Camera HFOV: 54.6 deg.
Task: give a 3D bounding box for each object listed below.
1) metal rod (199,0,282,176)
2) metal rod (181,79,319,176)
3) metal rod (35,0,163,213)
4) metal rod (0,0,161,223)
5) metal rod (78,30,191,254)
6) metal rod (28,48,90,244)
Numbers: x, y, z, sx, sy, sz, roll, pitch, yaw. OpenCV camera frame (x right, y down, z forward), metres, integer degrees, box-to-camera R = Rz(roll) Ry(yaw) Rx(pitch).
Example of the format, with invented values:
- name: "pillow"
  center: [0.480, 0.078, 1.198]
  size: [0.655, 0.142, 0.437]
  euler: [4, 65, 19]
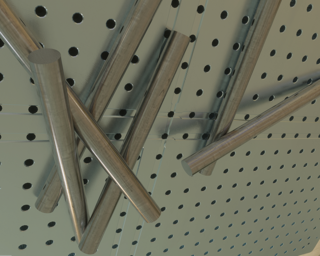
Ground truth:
- name: "metal rod"
  center: [0.109, -0.063, 0.430]
  size: [0.025, 0.025, 0.298]
  euler: [2, 117, -30]
- name: "metal rod"
  center: [0.162, -0.013, 0.467]
  size: [0.302, 0.025, 0.025]
  euler: [-28, 128, -20]
- name: "metal rod"
  center: [-0.073, -0.026, 0.354]
  size: [0.025, 0.025, 0.299]
  euler: [19, 108, -36]
- name: "metal rod"
  center: [-0.079, -0.002, 0.329]
  size: [0.025, 0.025, 0.299]
  euler: [-35, 118, -6]
- name: "metal rod"
  center: [-0.036, 0.026, 0.385]
  size: [0.025, 0.025, 0.299]
  euler: [17, 103, -35]
- name: "metal rod"
  center: [-0.101, 0.051, 0.349]
  size: [0.025, 0.025, 0.298]
  euler: [-15, 136, -20]
